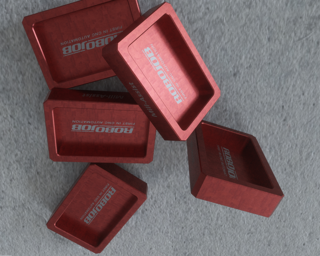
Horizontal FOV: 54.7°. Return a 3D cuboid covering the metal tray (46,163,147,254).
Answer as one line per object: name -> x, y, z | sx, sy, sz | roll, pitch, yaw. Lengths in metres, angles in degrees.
metal tray -> -0.090, 0.111, 0.443 | 0.090, 0.030, 0.129 | 34, 109, -12

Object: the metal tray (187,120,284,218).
metal tray -> 0.081, 0.040, 0.368 | 0.091, 0.130, 0.030 | 17, 117, -7

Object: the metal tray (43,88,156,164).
metal tray -> -0.071, 0.000, 0.388 | 0.131, 0.030, 0.089 | 2, 123, -8

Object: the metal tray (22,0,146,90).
metal tray -> -0.081, -0.103, 0.367 | 0.131, 0.030, 0.089 | -14, 110, 4

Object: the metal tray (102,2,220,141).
metal tray -> 0.008, -0.060, 0.348 | 0.090, 0.030, 0.130 | -50, 119, -28
